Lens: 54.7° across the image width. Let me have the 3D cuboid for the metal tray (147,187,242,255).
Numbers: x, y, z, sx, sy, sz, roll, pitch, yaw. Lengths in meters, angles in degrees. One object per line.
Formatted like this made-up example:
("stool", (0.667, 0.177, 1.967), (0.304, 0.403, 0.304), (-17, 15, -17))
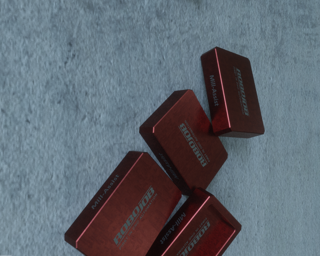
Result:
("metal tray", (0.043, 0.157, 0.418), (0.130, 0.030, 0.090), (-48, 120, -12))

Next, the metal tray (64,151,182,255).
("metal tray", (-0.037, 0.103, 0.372), (0.090, 0.030, 0.130), (52, 59, -28))

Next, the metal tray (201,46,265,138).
("metal tray", (0.112, -0.052, 0.475), (0.091, 0.030, 0.129), (5, 71, -41))

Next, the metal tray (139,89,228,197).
("metal tray", (0.038, 0.022, 0.436), (0.090, 0.030, 0.130), (-48, 119, -29))
